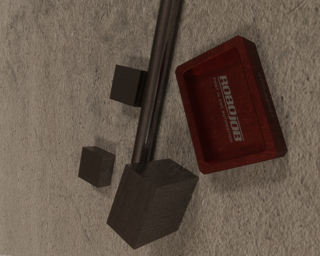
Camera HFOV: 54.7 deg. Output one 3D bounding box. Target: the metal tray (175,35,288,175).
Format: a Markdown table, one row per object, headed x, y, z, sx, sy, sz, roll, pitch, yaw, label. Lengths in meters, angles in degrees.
| x | y | z | sx | sy | sz | roll | pitch | yaw | label |
| --- | --- | --- | --- | --- | --- | --- | --- | --- | --- |
| 0.073 | -0.022 | 0.339 | 0.090 | 0.030 | 0.129 | -21 | 77 | 37 | metal tray |

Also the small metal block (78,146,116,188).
| x | y | z | sx | sy | sz | roll | pitch | yaw | label |
| --- | --- | --- | --- | --- | --- | --- | --- | --- | --- |
| -0.099 | 0.060 | 0.484 | 0.050 | 0.025 | 0.050 | 18 | 101 | 38 | small metal block |

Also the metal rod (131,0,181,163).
| x | y | z | sx | sy | sz | roll | pitch | yaw | label |
| --- | --- | --- | --- | --- | --- | --- | --- | --- | --- |
| -0.013 | -0.028 | 0.413 | 0.025 | 0.025 | 0.298 | 18 | 101 | 38 | metal rod |

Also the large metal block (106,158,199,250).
| x | y | z | sx | sy | sz | roll | pitch | yaw | label |
| --- | --- | --- | --- | --- | --- | --- | --- | --- | --- |
| -0.008 | 0.087 | 0.374 | 0.050 | 0.081 | 0.079 | 30 | 109 | 35 | large metal block |

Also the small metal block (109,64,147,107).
| x | y | z | sx | sy | sz | roll | pitch | yaw | label |
| --- | --- | --- | --- | --- | --- | --- | --- | --- | --- |
| -0.041 | -0.059 | 0.437 | 0.050 | 0.025 | 0.050 | 20 | 103 | 37 | small metal block |
